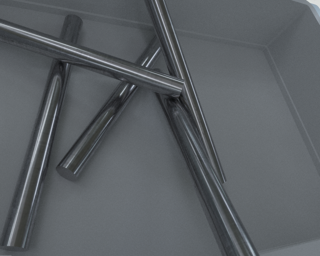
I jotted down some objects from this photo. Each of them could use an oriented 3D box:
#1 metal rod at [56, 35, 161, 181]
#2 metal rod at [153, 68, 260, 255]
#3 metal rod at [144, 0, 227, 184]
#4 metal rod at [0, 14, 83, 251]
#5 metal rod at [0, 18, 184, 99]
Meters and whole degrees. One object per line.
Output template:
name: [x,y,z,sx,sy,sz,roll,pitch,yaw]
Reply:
metal rod: [-0.042,-0.056,0.416,0.025,0.025,0.301,33,51,-7]
metal rod: [0.028,0.013,0.334,0.025,0.025,0.300,10,33,-23]
metal rod: [0.026,-0.069,0.396,0.025,0.025,0.299,-22,94,-36]
metal rod: [-0.124,-0.021,0.351,0.025,0.025,0.300,15,56,-20]
metal rod: [-0.118,-0.092,0.362,0.302,0.025,0.025,18,54,-5]
